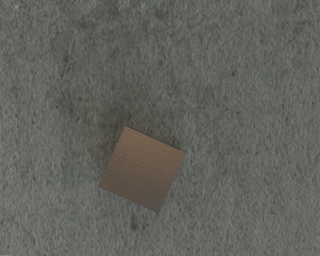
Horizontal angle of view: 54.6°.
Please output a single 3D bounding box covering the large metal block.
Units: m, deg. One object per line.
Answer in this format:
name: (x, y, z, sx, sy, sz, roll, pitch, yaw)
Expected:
large metal block: (-0.022, 0.050, 0.397, 0.080, 0.050, 0.080, 24, 90, 0)
